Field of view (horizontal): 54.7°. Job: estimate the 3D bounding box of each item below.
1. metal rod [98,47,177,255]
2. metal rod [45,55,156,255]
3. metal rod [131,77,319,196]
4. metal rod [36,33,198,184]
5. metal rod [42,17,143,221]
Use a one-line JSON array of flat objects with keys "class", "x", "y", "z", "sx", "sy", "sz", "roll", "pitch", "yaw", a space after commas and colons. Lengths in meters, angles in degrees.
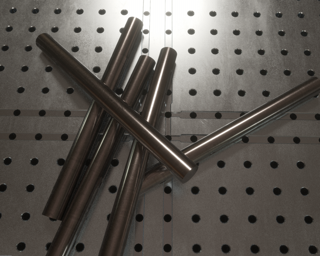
[{"class": "metal rod", "x": -0.021, "y": 0.019, "z": 0.384, "sx": 0.025, "sy": 0.025, "sz": 0.300, "roll": 13, "pitch": 63, "yaw": 4}, {"class": "metal rod", "x": -0.071, "y": 0.034, "z": 0.398, "sx": 0.025, "sy": 0.025, "sz": 0.300, "roll": 20, "pitch": 71, "yaw": 7}, {"class": "metal rod", "x": 0.090, "y": 0.009, "z": 0.409, "sx": 0.302, "sy": 0.025, "sz": 0.025, "roll": -28, "pitch": 73, "yaw": -10}, {"class": "metal rod", "x": -0.070, "y": -0.040, "z": 0.393, "sx": 0.025, "sy": 0.025, "sz": 0.300, "roll": -42, "pitch": 64, "yaw": -14}, {"class": "metal rod", "x": -0.083, "y": -0.026, "z": 0.420, "sx": 0.025, "sy": 0.025, "sz": 0.299, "roll": 17, "pitch": 71, "yaw": 6}]
